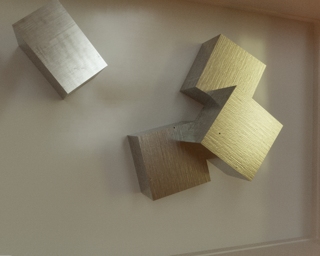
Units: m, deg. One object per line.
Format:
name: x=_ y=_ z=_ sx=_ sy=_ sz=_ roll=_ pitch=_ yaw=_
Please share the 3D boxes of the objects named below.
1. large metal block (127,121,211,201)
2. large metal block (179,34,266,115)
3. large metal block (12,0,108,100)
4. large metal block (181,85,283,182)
large metal block: x=0.011 y=0.039 z=0.403 sx=0.081 sy=0.050 sz=0.080 roll=-15 pitch=95 yaw=-20
large metal block: x=0.087 y=-0.069 z=0.431 sx=0.080 sy=0.050 sz=0.080 roll=29 pitch=80 yaw=-18
large metal block: x=-0.110 y=-0.081 z=0.341 sx=0.050 sy=0.080 sz=0.080 roll=-40 pitch=103 yaw=-16
large metal block: x=0.088 y=0.007 z=0.378 sx=0.080 sy=0.050 sz=0.080 roll=37 pitch=78 yaw=-17
